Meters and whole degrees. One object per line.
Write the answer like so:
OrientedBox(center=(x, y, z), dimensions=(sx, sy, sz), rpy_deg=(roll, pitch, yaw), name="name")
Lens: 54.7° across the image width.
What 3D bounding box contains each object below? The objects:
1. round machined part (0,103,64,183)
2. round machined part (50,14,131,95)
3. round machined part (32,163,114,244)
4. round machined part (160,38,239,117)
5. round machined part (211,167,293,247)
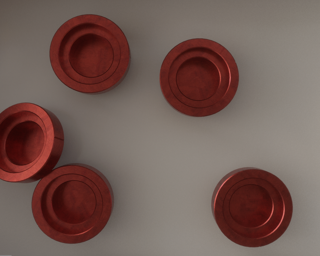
OrientedBox(center=(-0.164, 0.020, 0.391), dimensions=(0.098, 0.042, 0.098), rpy_deg=(-3, 76, 14), name="round machined part")
OrientedBox(center=(-0.087, -0.092, 0.402), dimensions=(0.099, 0.042, 0.097), rpy_deg=(0, 90, -1), name="round machined part")
OrientedBox(center=(-0.109, 0.094, 0.402), dimensions=(0.099, 0.042, 0.097), rpy_deg=(0, 90, -1), name="round machined part")
OrientedBox(center=(0.049, -0.063, 0.404), dimensions=(0.099, 0.042, 0.097), rpy_deg=(0, 90, -1), name="round machined part")
OrientedBox(center=(0.116, 0.100, 0.405), dimensions=(0.099, 0.042, 0.097), rpy_deg=(0, 90, -1), name="round machined part")
